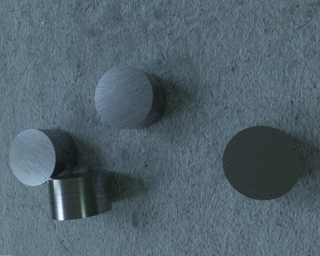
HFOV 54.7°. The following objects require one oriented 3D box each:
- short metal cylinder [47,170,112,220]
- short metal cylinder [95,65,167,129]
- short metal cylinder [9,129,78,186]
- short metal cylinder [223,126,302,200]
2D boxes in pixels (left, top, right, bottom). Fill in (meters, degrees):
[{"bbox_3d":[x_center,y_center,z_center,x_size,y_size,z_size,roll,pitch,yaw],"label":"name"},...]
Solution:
[{"bbox_3d":[-0.107,0.088,0.418,0.080,0.080,0.050,-7,88,20],"label":"short metal cylinder"},{"bbox_3d":[-0.038,-0.039,0.409,0.080,0.050,0.080,0,90,20],"label":"short metal cylinder"},{"bbox_3d":[-0.170,0.041,0.456,0.080,0.050,0.080,0,90,20],"label":"short metal cylinder"},{"bbox_3d":[0.116,0.037,0.355,0.080,0.050,0.080,0,90,20],"label":"short metal cylinder"}]
